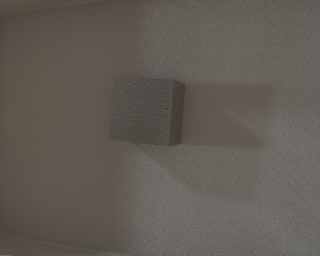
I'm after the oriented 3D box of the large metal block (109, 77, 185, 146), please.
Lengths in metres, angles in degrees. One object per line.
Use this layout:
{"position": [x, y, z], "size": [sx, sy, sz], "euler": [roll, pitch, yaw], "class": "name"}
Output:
{"position": [-0.016, -0.021, 0.403], "size": [0.080, 0.050, 0.080], "euler": [5, 92, 20], "class": "large metal block"}
